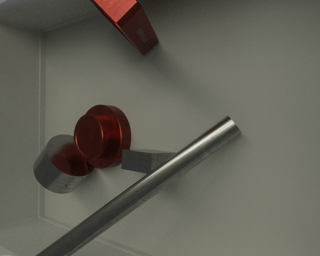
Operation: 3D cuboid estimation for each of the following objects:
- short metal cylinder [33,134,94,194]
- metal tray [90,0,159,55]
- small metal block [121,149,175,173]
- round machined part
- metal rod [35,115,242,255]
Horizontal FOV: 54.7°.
[{"bbox_3d":[-0.151,0.057,0.493,0.050,0.081,0.080,-46,63,30],"label":"short metal cylinder"},{"bbox_3d":[-0.050,-0.139,0.362,0.030,0.130,0.090,-44,85,6],"label":"metal tray"},{"bbox_3d":[-0.014,0.042,0.399,0.050,0.050,0.025,3,90,39],"label":"small metal block"},{"bbox_3d":[-0.093,0.013,0.470,0.098,0.042,0.097,0,90,39],"label":"round machined part"},{"bbox_3d":[-0.037,0.085,0.359,0.300,0.025,0.025,-37,65,7],"label":"metal rod"}]
